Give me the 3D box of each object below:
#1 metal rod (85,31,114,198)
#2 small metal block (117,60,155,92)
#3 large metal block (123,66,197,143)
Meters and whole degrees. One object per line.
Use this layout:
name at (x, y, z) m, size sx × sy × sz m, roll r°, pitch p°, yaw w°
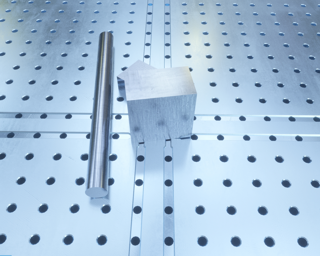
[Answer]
metal rod at (-0.082, -0.042, 0.441) m, size 0.025 × 0.025 × 0.300 m, roll -3°, pitch 50°, yaw -3°
small metal block at (-0.028, -0.072, 0.467) m, size 0.050 × 0.025 × 0.050 m, roll 30°, pitch 56°, yaw 23°
large metal block at (-0.001, -0.028, 0.396) m, size 0.081 × 0.080 × 0.050 m, roll -6°, pitch 51°, yaw -6°
